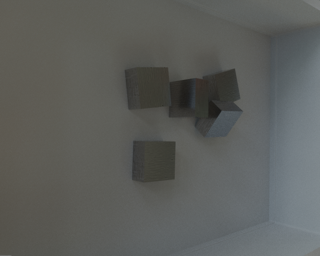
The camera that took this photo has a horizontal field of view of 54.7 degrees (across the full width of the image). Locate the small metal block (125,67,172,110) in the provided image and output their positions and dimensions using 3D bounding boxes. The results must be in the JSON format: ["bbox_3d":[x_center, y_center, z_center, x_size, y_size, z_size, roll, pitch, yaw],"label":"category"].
[{"bbox_3d":[-0.015,-0.051,0.394,0.050,0.025,0.050,-9,96,-40],"label":"small metal block"}]

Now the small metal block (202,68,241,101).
[{"bbox_3d":[0.098,-0.063,0.488,0.050,0.025,0.050,-22,104,-38],"label":"small metal block"}]

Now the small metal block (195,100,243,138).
[{"bbox_3d":[0.088,-0.013,0.463,0.050,0.025,0.050,-1,131,-40],"label":"small metal block"}]

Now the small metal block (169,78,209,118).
[{"bbox_3d":[0.039,-0.039,0.422,0.025,0.050,0.050,2,89,-40],"label":"small metal block"}]

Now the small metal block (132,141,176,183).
[{"bbox_3d":[-0.007,0.042,0.400,0.050,0.025,0.050,2,89,-40],"label":"small metal block"}]
